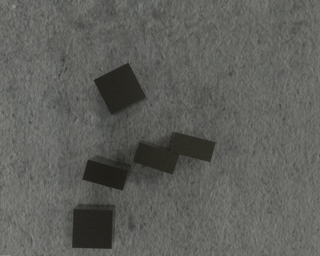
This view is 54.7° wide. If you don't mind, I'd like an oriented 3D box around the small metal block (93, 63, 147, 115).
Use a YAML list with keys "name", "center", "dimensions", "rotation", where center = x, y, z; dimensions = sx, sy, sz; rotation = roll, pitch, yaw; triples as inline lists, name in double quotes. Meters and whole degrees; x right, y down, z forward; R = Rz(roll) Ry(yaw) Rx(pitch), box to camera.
- name: "small metal block"
  center: [-0.051, -0.051, 0.409]
  dimensions: [0.050, 0.025, 0.050]
  rotation: [-27, 90, -1]

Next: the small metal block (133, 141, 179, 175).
- name: "small metal block"
  center: [-0.005, 0.036, 0.398]
  dimensions: [0.050, 0.050, 0.025]
  rotation: [18, 90, -1]

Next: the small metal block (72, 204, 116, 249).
- name: "small metal block"
  center: [-0.086, 0.129, 0.409]
  dimensions: [0.050, 0.025, 0.050]
  rotation: [2, 90, -1]

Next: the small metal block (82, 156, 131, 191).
- name: "small metal block"
  center: [-0.066, 0.056, 0.397]
  dimensions: [0.050, 0.050, 0.025]
  rotation: [16, 90, -1]

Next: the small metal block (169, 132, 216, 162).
- name: "small metal block"
  center: [0.040, 0.023, 0.398]
  dimensions: [0.050, 0.050, 0.025]
  rotation: [14, 90, -1]
